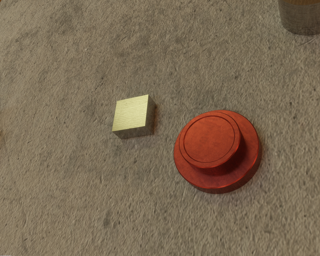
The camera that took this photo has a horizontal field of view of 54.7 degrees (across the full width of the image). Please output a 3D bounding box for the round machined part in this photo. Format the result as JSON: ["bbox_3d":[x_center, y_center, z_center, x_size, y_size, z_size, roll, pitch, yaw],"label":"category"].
[{"bbox_3d":[0.060,0.021,0.348,0.098,0.042,0.098,-13,56,20],"label":"round machined part"}]

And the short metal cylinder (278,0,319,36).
[{"bbox_3d":[0.191,-0.164,0.388,0.080,0.050,0.080,-13,56,20],"label":"short metal cylinder"}]

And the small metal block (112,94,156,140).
[{"bbox_3d":[-0.035,-0.015,0.430,0.050,0.025,0.050,-9,58,23],"label":"small metal block"}]
